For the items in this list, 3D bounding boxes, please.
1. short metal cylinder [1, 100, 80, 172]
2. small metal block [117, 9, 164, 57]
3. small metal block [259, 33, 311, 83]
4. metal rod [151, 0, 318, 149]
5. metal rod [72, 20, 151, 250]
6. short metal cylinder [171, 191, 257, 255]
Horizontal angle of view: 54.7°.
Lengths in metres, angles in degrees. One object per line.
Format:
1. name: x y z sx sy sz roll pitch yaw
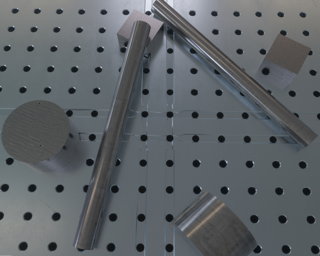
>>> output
1. short metal cylinder: -0.148 0.011 0.393 0.081 0.050 0.080 0 70 0
2. small metal block: -0.028 -0.142 0.463 0.050 0.025 0.050 27 72 9
3. small metal block: 0.181 -0.101 0.450 0.050 0.025 0.050 30 73 10
4. metal rod: 0.096 -0.086 0.443 0.025 0.025 0.300 -41 75 -13
5. metal rod: -0.057 -0.002 0.397 0.025 0.025 0.299 12 76 4
6. short metal cylinder: 0.058 0.117 0.340 0.050 0.080 0.080 -40 75 -13
